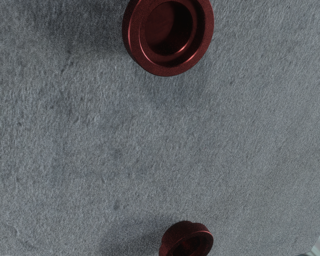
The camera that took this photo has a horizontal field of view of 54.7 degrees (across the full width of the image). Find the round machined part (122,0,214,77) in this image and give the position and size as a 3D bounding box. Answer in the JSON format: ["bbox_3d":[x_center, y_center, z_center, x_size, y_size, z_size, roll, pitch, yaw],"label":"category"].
[{"bbox_3d":[0.005,-0.108,0.333,0.099,0.042,0.097,-14,125,-21],"label":"round machined part"}]

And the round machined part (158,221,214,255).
[{"bbox_3d":[0.042,0.204,0.547,0.099,0.042,0.097,-14,125,-21],"label":"round machined part"}]
